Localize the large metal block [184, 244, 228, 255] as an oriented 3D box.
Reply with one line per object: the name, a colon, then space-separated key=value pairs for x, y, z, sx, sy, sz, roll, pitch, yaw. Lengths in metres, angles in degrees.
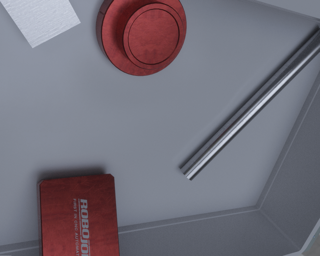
large metal block: x=0.085 y=0.281 z=0.618 sx=0.081 sy=0.050 sz=0.080 roll=17 pitch=110 yaw=-35

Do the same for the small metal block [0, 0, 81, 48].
small metal block: x=-0.109 y=-0.110 z=0.282 sx=0.050 sy=0.025 sz=0.050 roll=-32 pitch=129 yaw=-8

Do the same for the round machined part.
round machined part: x=-0.014 y=-0.101 z=0.329 sx=0.099 sy=0.042 sz=0.097 roll=-14 pitch=125 yaw=-21

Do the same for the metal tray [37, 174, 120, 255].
metal tray: x=-0.100 y=0.125 z=0.383 sx=0.091 sy=0.030 sz=0.129 roll=-1 pitch=82 yaw=-28

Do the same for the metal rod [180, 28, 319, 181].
metal rod: x=0.144 y=-0.035 z=0.468 sx=0.300 sy=0.025 sz=0.025 roll=-46 pitch=130 yaw=3
